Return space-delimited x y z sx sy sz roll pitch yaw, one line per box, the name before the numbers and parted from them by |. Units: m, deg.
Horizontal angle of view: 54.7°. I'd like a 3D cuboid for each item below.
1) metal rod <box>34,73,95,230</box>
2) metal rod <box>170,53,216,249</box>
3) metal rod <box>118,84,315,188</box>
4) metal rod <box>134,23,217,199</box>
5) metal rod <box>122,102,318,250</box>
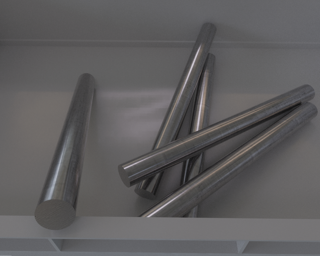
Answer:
metal rod | -0.089 -0.007 0.332 0.025 0.025 0.300 -7 26 -6
metal rod | 0.050 0.002 0.403 0.025 0.025 0.300 8 50 7
metal rod | 0.089 -0.001 0.381 0.302 0.025 0.025 -22 53 -27
metal rod | 0.032 -0.044 0.424 0.025 0.025 0.300 15 57 12
metal rod | 0.089 0.037 0.352 0.302 0.025 0.025 -28 55 -30
